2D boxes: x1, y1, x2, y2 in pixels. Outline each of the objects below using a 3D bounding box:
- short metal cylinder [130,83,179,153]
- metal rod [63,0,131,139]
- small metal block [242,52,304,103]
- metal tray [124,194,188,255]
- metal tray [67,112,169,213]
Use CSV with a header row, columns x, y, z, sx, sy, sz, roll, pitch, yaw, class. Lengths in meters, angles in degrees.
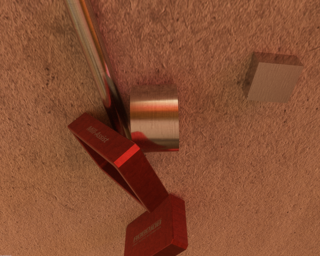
x,y,z,sx,sy,sz,roll,pitch,yaw,class
-0.005,-0.011,0.362,0.050,0.080,0.079,-2,130,1,short metal cylinder
-0.054,-0.019,0.390,0.025,0.025,0.298,-9,130,7,metal rod
0.129,-0.058,0.360,0.050,0.025,0.050,4,130,-4,small metal block
-0.010,0.181,0.518,0.030,0.090,0.129,32,123,-24,metal tray
-0.053,0.038,0.376,0.030,0.130,0.090,-42,129,-18,metal tray
